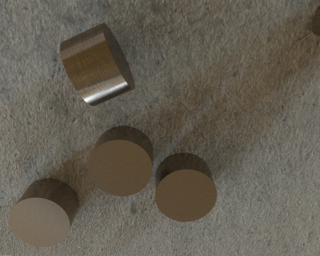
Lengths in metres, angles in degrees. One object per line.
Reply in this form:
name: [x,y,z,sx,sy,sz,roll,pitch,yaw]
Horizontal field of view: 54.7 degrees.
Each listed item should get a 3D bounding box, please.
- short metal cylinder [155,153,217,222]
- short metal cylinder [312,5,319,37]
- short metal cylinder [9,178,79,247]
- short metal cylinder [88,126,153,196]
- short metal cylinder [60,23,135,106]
short metal cylinder: [0.034,0.081,0.427,0.081,0.050,0.079,0,110,-1]
short metal cylinder: [0.216,-0.126,0.337,0.050,0.080,0.080,26,108,-9]
short metal cylinder: [-0.161,0.119,0.438,0.081,0.050,0.079,0,110,-1]
short metal cylinder: [-0.050,0.043,0.412,0.081,0.050,0.079,0,110,-1]
short metal cylinder: [-0.069,-0.071,0.353,0.050,0.080,0.080,-23,109,8]
